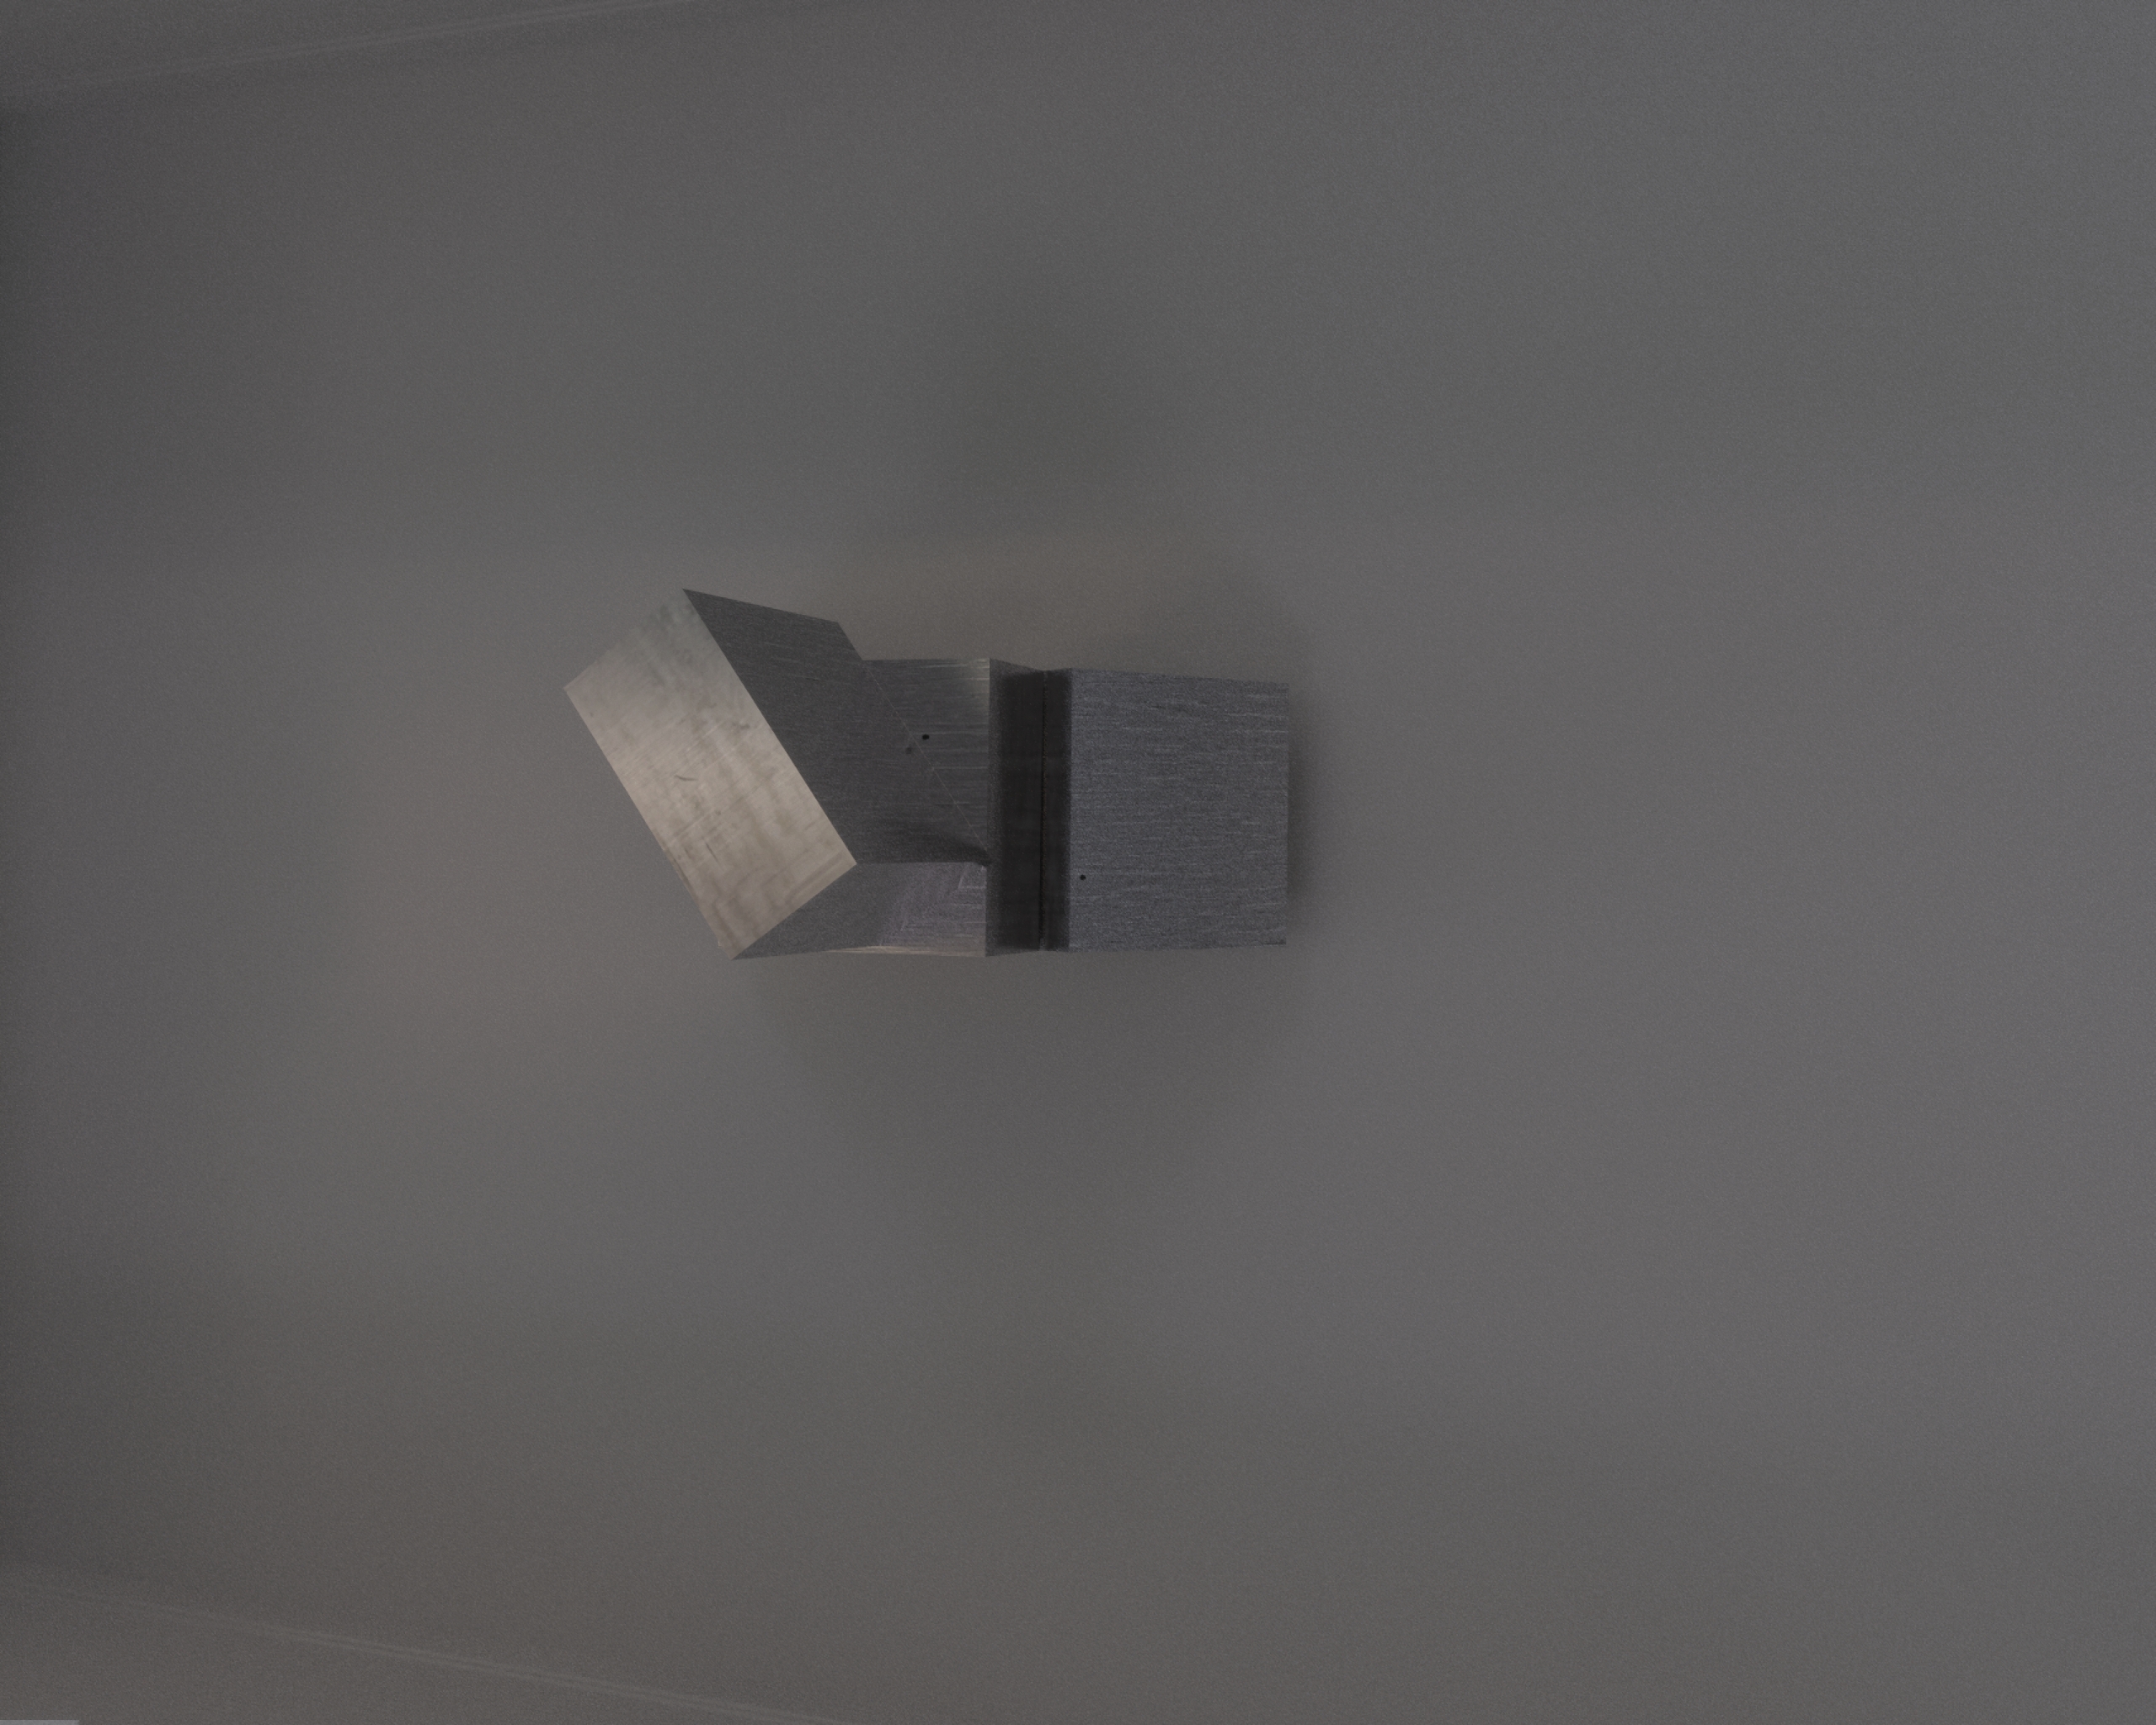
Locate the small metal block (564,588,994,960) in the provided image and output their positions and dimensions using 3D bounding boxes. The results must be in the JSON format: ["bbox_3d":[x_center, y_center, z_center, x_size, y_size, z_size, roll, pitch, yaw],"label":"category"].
[{"bbox_3d":[-0.046,-0.013,0.331,0.025,0.050,0.050,-37,78,17],"label":"small metal block"}]

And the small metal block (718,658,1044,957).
[{"bbox_3d":[-0.034,-0.010,0.367,0.050,0.025,0.050,1,90,20],"label":"small metal block"}]

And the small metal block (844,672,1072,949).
[{"bbox_3d":[-0.022,-0.010,0.403,0.025,0.050,0.050,1,90,20],"label":"small metal block"}]

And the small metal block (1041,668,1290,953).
[{"bbox_3d":[0.012,-0.009,0.389,0.025,0.050,0.050,1,90,54],"label":"small metal block"}]

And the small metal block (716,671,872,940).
[{"bbox_3d":[-0.057,-0.011,0.412,0.025,0.050,0.050,1,90,-14],"label":"small metal block"}]
